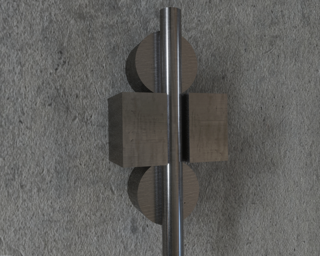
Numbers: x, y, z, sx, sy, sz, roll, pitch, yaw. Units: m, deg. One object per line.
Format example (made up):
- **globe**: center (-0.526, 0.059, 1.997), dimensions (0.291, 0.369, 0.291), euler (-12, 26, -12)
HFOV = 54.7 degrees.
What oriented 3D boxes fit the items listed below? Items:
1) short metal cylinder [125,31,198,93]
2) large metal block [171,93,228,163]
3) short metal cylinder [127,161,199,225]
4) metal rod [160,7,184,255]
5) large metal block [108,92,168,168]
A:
- **short metal cylinder**: center (0.001, -0.078, 0.397), dimensions (0.081, 0.050, 0.080), euler (0, 90, -20)
- **large metal block**: center (0.043, -0.001, 0.397), dimensions (0.050, 0.080, 0.080), euler (-1, 90, -20)
- **short metal cylinder**: center (0.003, 0.078, 0.399), dimensions (0.081, 0.050, 0.080), euler (0, 90, -20)
- **metal rod**: center (0.014, 0.013, 0.362), dimensions (0.025, 0.025, 0.298), euler (-1, 90, -20)
- **large metal block**: center (-0.029, 0.001, 0.370), dimensions (0.050, 0.080, 0.080), euler (-1, 90, -20)
